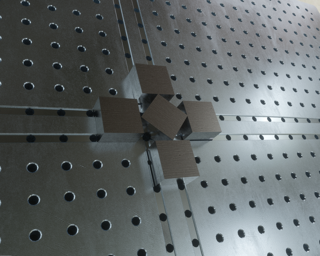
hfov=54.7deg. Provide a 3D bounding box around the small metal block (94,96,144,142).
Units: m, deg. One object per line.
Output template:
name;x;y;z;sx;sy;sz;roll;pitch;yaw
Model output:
small metal block;-0.052;-0.010;0.387;0.050;0.025;0.050;1;61;-28

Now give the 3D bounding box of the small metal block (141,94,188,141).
small metal block;0.002;-0.010;0.416;0.050;0.025;0.050;36;51;-5

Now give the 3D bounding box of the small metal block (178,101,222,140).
small metal block;0.055;-0.011;0.446;0.050;0.025;0.050;0;62;-29

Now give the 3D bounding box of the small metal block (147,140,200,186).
small metal block;0.017;0.043;0.392;0.050;0.025;0.050;0;62;-29

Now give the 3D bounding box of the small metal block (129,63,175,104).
small metal block;-0.012;-0.062;0.441;0.050;0.025;0.050;-1;62;-29
